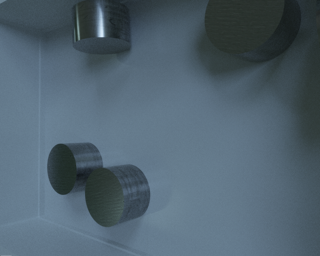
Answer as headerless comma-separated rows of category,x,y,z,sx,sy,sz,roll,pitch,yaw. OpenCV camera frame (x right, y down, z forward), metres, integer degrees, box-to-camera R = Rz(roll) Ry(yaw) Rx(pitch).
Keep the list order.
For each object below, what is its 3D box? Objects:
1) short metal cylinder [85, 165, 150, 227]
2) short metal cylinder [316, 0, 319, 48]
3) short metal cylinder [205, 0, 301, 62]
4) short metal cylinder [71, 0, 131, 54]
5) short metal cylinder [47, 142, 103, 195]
short metal cylinder,-0.061,0.094,0.438,0.080,0.050,0.079,0,90,39
short metal cylinder,0.159,-0.073,0.239,0.050,0.081,0.080,-8,85,39
short metal cylinder,0.093,-0.110,0.313,0.080,0.050,0.079,0,90,39
short metal cylinder,-0.082,-0.139,0.436,0.080,0.081,0.050,-5,87,39
short metal cylinder,-0.138,0.064,0.501,0.080,0.050,0.079,0,90,39
